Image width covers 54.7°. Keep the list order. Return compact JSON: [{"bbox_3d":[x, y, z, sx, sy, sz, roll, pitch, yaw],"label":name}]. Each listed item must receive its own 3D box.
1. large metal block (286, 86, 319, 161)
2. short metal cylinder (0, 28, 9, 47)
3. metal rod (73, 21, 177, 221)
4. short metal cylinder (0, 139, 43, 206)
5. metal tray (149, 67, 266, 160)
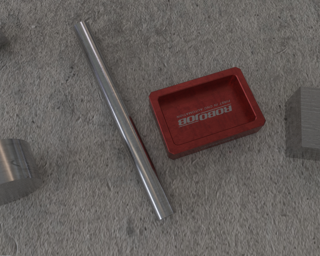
[{"bbox_3d":[0.211,-0.002,0.397,0.080,0.050,0.080,7,70,2],"label":"large metal block"},{"bbox_3d":[-0.258,-0.143,0.429,0.050,0.080,0.080,-35,74,-12],"label":"short metal cylinder"},{"bbox_3d":[-0.054,-0.022,0.415,0.025,0.025,0.299,-23,72,-8],"label":"metal rod"},{"bbox_3d":[-0.185,0.054,0.358,0.080,0.080,0.050,-24,72,-8],"label":"short metal cylinder"},{"bbox_3d":[0.060,-0.021,0.413,0.131,0.030,0.090,-18,71,-7],"label":"metal tray"}]
